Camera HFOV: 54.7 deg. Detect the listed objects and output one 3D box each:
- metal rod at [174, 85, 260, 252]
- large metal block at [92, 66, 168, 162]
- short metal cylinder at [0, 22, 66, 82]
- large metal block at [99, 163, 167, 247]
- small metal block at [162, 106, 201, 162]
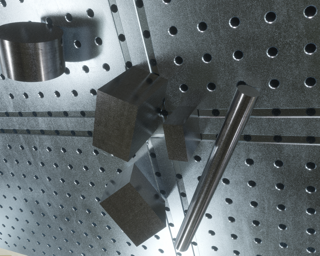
[{"bbox_3d":[0.066,0.076,0.422,0.025,0.025,0.298,24,127,13],"label":"metal rod"},{"bbox_3d":[-0.036,-0.019,0.381,0.050,0.080,0.079,24,127,13],"label":"large metal block"},{"bbox_3d":[-0.165,-0.100,0.399,0.080,0.080,0.050,20,126,16],"label":"short metal cylinder"},{"bbox_3d":[-0.036,0.108,0.450,0.050,0.080,0.080,-36,100,6],"label":"large metal block"},{"bbox_3d":[0.029,0.006,0.383,0.025,0.050,0.050,4,120,26],"label":"small metal block"}]
